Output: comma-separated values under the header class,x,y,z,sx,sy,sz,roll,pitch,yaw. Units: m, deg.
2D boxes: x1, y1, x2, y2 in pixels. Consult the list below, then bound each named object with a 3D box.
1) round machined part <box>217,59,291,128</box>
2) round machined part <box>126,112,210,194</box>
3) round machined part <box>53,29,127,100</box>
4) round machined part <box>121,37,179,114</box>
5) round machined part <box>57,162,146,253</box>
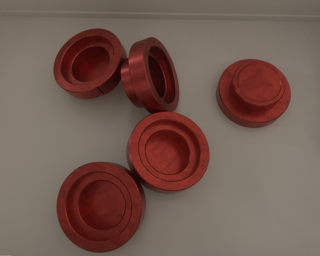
class,x,y,z,sx,sy,sz,roll,pitch,yaw
round machined part,0.129,-0.053,0.422,0.099,0.042,0.098,0,70,-1
round machined part,0.007,0.032,0.381,0.099,0.042,0.098,6,68,-14
round machined part,-0.089,-0.082,0.420,0.098,0.042,0.098,-6,67,15
round machined part,-0.015,-0.063,0.401,0.042,0.098,0.098,-13,68,25
round machined part,-0.064,0.088,0.358,0.098,0.042,0.097,-1,84,10
